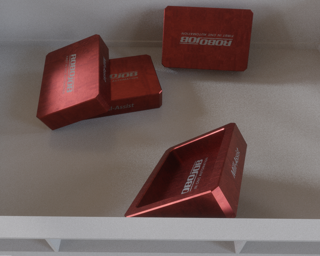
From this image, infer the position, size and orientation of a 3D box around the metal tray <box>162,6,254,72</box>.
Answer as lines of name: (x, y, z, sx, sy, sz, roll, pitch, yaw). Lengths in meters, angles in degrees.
metal tray: (0.070, -0.137, 0.478, 0.131, 0.089, 0.030, 3, 14, 2)

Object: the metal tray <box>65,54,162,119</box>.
metal tray: (-0.070, -0.061, 0.453, 0.131, 0.030, 0.090, -10, 51, -9)

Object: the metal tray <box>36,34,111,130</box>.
metal tray: (-0.118, -0.067, 0.432, 0.090, 0.030, 0.130, -18, 52, 11)

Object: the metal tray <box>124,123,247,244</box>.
metal tray: (0.032, 0.047, 0.299, 0.090, 0.030, 0.131, -24, 13, 27)
